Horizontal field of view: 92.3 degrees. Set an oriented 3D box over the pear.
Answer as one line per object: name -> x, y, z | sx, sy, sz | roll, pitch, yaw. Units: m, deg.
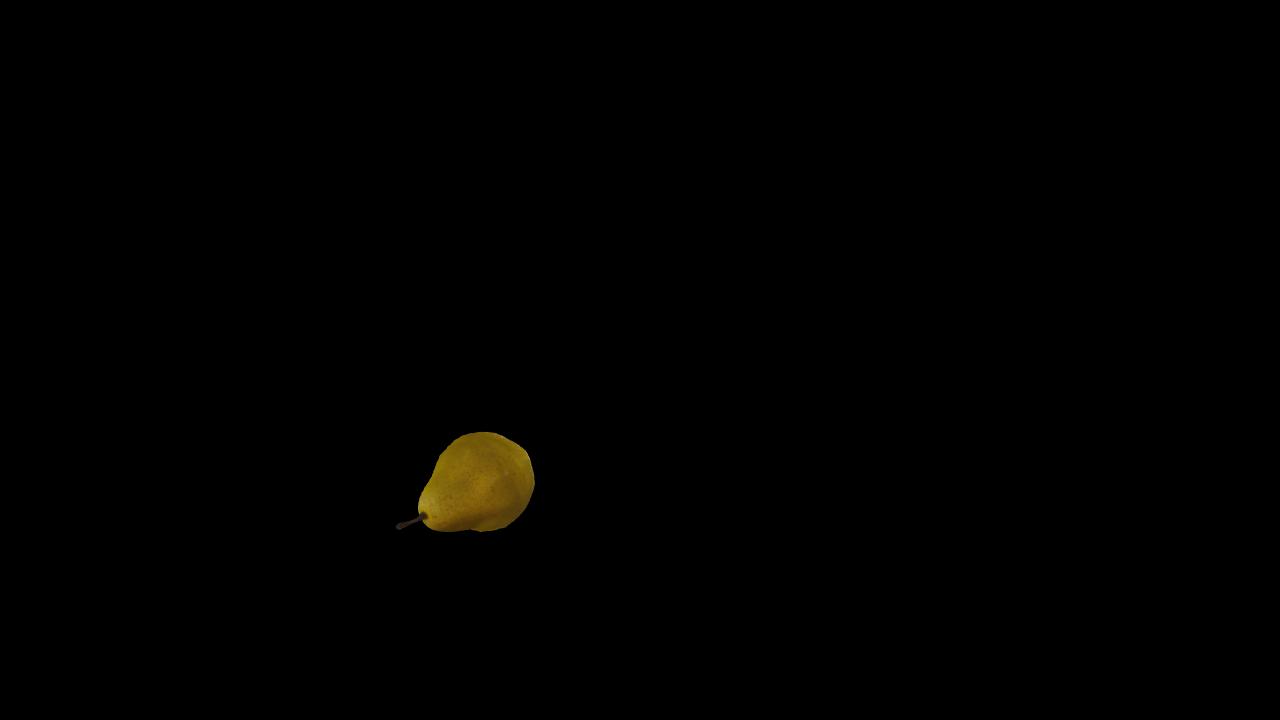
pear -> -0.130, 0.101, 0.466 | 0.080, 0.080, 0.111 | 0, 17, 20
